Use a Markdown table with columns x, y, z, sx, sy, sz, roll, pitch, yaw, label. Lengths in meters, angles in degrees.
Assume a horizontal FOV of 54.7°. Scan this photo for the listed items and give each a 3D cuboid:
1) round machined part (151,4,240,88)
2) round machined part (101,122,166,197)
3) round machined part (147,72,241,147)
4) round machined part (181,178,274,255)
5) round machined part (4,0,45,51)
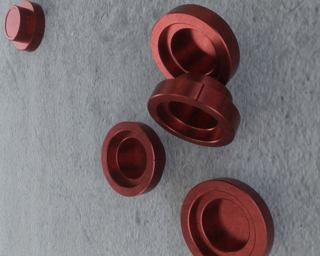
| x | y | z | sx | sy | sz | roll | pitch | yaw | label |
| --- | --- | --- | --- | --- | --- | --- | --- | --- | --- |
| 0.042 | -0.087 | 0.337 | 0.098 | 0.042 | 0.097 | 27 | 144 | 22 | round machined part |
| -0.031 | 0.040 | 0.417 | 0.098 | 0.042 | 0.097 | 0 | 90 | 39 | round machined part |
| 0.039 | -0.023 | 0.335 | 0.098 | 0.098 | 0.042 | 5 | 60 | 39 | round machined part |
| 0.074 | 0.102 | 0.332 | 0.098 | 0.042 | 0.097 | 0 | 90 | 39 | round machined part |
| -0.274 | -0.204 | 0.616 | 0.098 | 0.042 | 0.097 | 0 | 90 | 39 | round machined part |
